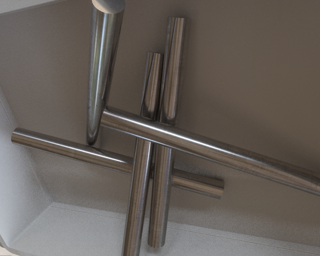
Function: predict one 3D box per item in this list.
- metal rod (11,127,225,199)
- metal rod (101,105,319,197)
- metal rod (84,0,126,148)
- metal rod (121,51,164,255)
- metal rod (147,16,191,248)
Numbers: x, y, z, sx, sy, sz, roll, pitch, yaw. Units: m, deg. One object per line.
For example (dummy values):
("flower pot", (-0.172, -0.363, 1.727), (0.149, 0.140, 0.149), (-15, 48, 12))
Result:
("metal rod", (-0.062, 0.048, 0.432), (0.301, 0.025, 0.025), (14, 125, 6))
("metal rod", (0.081, 0.032, 0.345), (0.301, 0.025, 0.025), (18, 127, 2))
("metal rod", (-0.074, -0.029, 0.362), (0.025, 0.025, 0.299), (35, 150, 4))
("metal rod", (-0.024, 0.054, 0.400), (0.025, 0.025, 0.298), (15, 108, 20))
("metal rod", (0.008, 0.022, 0.381), (0.025, 0.025, 0.298), (14, 113, 20))
